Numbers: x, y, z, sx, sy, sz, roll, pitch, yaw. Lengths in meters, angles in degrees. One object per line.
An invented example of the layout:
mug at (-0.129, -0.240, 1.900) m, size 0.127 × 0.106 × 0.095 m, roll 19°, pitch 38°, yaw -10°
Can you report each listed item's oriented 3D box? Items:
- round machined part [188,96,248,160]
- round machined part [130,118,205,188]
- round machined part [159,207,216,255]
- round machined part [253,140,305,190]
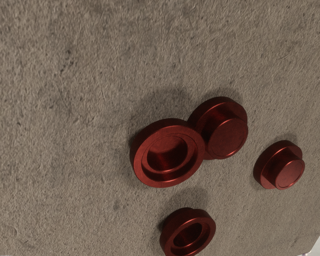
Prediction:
round machined part at (0.088, 0.007, 0.450) m, size 0.099 × 0.042 × 0.097 m, roll -14°, pitch 125°, yaw -21°
round machined part at (0.007, 0.029, 0.414) m, size 0.099 × 0.042 × 0.097 m, roll -10°, pitch 123°, yaw -15°
round machined part at (0.043, 0.176, 0.530) m, size 0.099 × 0.042 × 0.097 m, roll -14°, pitch 125°, yaw -21°
round machined part at (0.224, 0.074, 0.568) m, size 0.099 × 0.042 × 0.097 m, roll -14°, pitch 125°, yaw -21°
